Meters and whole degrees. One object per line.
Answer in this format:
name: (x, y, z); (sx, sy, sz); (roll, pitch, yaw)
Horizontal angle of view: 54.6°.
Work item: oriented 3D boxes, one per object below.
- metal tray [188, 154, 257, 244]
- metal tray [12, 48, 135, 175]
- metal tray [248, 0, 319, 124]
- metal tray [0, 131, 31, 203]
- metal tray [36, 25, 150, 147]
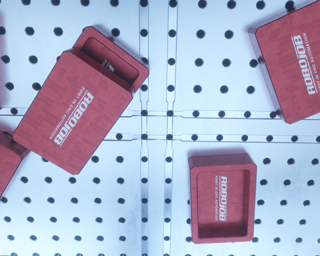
metal tray: (0.089, 0.105, 0.449); (0.090, 0.030, 0.129); (-3, 110, 1)
metal tray: (-0.102, -0.017, 0.371); (0.090, 0.030, 0.130); (34, 106, -12)
metal tray: (0.175, -0.080, 0.382); (0.090, 0.030, 0.130); (-24, 109, 8)
metal tray: (-0.253, 0.060, 0.431); (0.090, 0.030, 0.129); (32, 107, -11)
metal tray: (-0.085, -0.050, 0.391); (0.090, 0.030, 0.130); (36, 106, -12)
